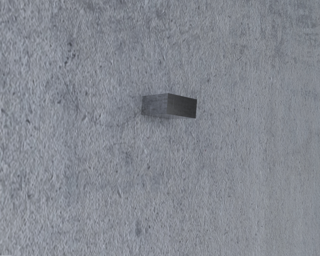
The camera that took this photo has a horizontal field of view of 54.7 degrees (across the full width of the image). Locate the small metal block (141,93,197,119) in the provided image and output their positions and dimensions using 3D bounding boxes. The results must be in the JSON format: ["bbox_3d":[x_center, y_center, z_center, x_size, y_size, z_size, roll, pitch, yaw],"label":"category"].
[{"bbox_3d":[0.012,-0.027,0.401,0.050,0.050,0.025,7,86,-40],"label":"small metal block"}]
